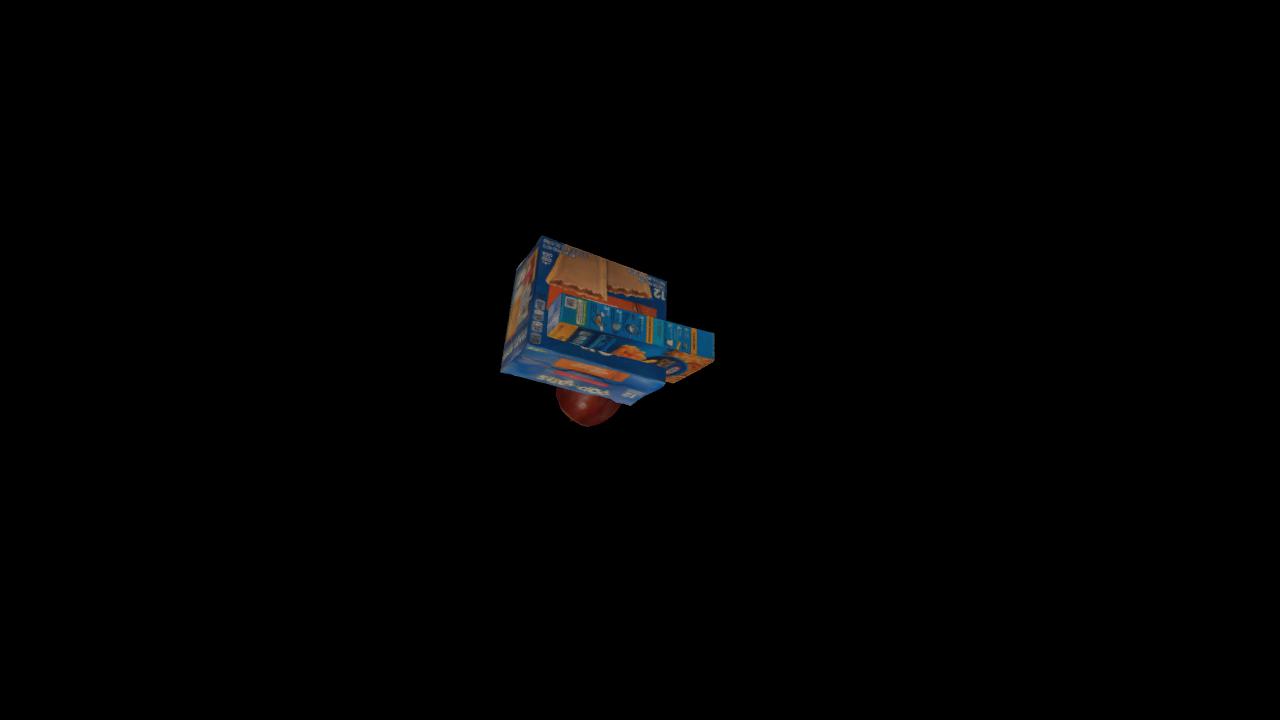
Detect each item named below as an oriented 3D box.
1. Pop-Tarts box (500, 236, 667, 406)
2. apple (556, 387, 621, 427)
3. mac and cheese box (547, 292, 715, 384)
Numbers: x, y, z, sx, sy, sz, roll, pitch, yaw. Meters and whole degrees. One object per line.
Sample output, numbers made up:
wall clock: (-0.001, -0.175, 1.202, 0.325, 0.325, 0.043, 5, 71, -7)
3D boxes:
Pop-Tarts box: (-0.059, -0.041, 0.708, 0.167, 0.141, 0.083, 17, -30, -25)
apple: (-0.058, 0.039, 0.754, 0.079, 0.093, 0.079, 40, 13, -11)
mac and cheese box: (-0.019, -0.019, 0.679, 0.184, 0.041, 0.093, 13, -25, -24)
